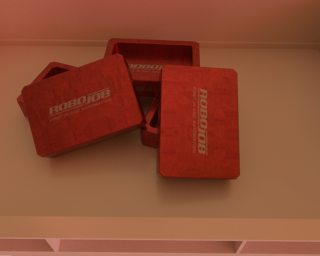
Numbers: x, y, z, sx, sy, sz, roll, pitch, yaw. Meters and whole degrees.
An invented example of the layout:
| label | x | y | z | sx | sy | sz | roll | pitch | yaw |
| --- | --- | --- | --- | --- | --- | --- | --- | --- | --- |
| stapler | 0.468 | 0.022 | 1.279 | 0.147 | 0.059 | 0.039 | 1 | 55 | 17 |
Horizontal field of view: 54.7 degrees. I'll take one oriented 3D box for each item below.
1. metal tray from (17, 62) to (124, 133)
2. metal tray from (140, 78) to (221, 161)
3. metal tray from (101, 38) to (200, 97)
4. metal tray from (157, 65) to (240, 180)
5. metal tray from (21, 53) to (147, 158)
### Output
| label | x | y | z | sx | sy | sz | roll | pitch | yaw |
| --- | --- | --- | --- | --- | --- | --- | --- | --- | --- |
| metal tray | -0.115 | -0.042 | 0.432 | 0.131 | 0.030 | 0.090 | 15 | 52 | 12 |
| metal tray | 0.038 | -0.024 | 0.420 | 0.090 | 0.030 | 0.130 | 15 | 51 | 12 |
| metal tray | -0.011 | -0.085 | 0.431 | 0.131 | 0.030 | 0.090 | 3 | 50 | 2 |
| metal tray | 0.044 | -0.006 | 0.363 | 0.091 | 0.030 | 0.129 | 3 | 78 | -6 |
| metal tray | -0.092 | -0.025 | 0.376 | 0.131 | 0.030 | 0.090 | -19 | 81 | 4 |
